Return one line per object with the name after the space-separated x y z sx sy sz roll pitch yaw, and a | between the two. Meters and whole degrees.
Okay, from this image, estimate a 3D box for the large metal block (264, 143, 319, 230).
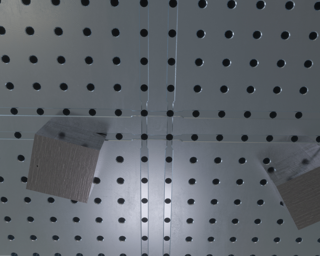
0.206 0.081 0.431 0.080 0.050 0.080 -28 108 10 | large metal block

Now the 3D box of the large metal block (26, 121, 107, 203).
-0.124 0.045 0.416 0.080 0.050 0.079 15 109 -6 | large metal block
